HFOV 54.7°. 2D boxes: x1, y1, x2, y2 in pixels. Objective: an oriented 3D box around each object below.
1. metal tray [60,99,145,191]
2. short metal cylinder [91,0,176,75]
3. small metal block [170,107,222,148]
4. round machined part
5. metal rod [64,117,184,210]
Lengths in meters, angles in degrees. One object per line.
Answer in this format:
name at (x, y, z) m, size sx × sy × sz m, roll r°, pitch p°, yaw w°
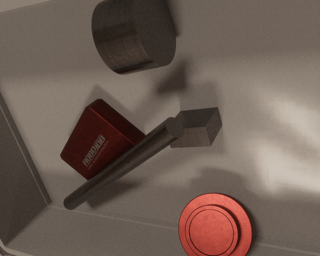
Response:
metal tray at (-0.090, 0.029, 0.469) m, size 0.090 × 0.030 × 0.129 m, roll 40°, pitch 129°, yaw 0°
short metal cylinder at (-0.024, -0.100, 0.323) m, size 0.050 × 0.080 × 0.080 m, roll -6°, pitch 115°, yaw 31°
small metal block at (0.041, -0.001, 0.369) m, size 0.050 × 0.050 × 0.025 m, roll -4°, pitch 116°, yaw 30°
round machined part at (0.071, 0.136, 0.409) m, size 0.098 × 0.042 × 0.098 m, roll -4°, pitch 77°, yaw 19°
metal rod at (-0.070, 0.065, 0.434) m, size 0.025 × 0.025 × 0.299 m, roll 47°, pitch 134°, yaw -5°
